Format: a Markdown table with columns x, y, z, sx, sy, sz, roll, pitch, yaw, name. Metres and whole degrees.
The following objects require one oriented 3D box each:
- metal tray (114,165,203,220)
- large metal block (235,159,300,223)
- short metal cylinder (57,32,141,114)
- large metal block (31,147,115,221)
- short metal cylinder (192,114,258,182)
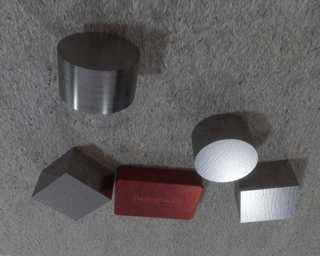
| x | y | z | sx | sy | sz | roll | pitch | yaw | name |
| --- | --- | --- | --- | --- | --- | --- | --- | --- | --- |
| -0.005 | 0.105 | 0.493 | 0.131 | 0.030 | 0.089 | 5 | 130 | -5 | metal tray |
| 0.160 | 0.098 | 0.476 | 0.080 | 0.050 | 0.080 | -7 | 130 | 6 | large metal block |
| -0.063 | -0.059 | 0.321 | 0.081 | 0.080 | 0.050 | 7 | 130 | -6 | short metal cylinder |
| -0.127 | 0.085 | 0.462 | 0.080 | 0.050 | 0.080 | -34 | 123 | 25 | large metal block |
| 0.084 | 0.028 | 0.415 | 0.081 | 0.050 | 0.079 | 0 | 130 | 0 | short metal cylinder |
